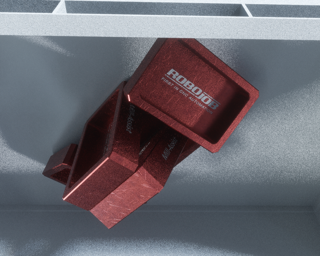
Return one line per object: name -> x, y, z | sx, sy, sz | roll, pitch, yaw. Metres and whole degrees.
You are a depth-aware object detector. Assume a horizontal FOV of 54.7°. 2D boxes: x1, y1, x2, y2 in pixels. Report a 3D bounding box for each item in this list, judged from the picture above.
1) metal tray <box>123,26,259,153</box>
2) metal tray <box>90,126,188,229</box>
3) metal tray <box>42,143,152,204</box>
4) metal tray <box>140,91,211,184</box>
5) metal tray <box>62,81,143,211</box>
metal tray -> 0.037, -0.040, 0.348 | 0.131, 0.030, 0.090 | 32, 98, -24
metal tray -> -0.018, 0.048, 0.363 | 0.030, 0.131, 0.090 | 45, 119, -5
metal tray -> -0.089, 0.073, 0.442 | 0.130, 0.030, 0.090 | 32, 147, -25
metal tray -> -0.006, 0.016, 0.417 | 0.090, 0.030, 0.129 | 32, 123, -25
metal tray -> -0.060, 0.015, 0.349 | 0.030, 0.130, 0.090 | 33, 123, -24
